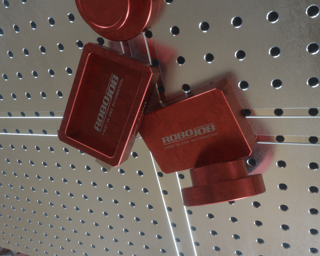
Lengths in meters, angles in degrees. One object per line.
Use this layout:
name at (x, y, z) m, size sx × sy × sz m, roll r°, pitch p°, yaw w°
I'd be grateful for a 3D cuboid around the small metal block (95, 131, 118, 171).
small metal block at (-0.062, 0.026, 0.444) m, size 0.025 × 0.050 × 0.050 m, roll 35°, pitch 129°, yaw 5°

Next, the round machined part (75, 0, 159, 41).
round machined part at (-0.054, -0.144, 0.340) m, size 0.098 × 0.042 × 0.097 m, roll 13°, pitch 124°, yaw 21°

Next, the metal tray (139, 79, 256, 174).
metal tray at (0.041, 0.003, 0.389) m, size 0.130 × 0.030 × 0.090 m, roll -18°, pitch 109°, yaw 35°

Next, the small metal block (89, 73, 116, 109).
small metal block at (-0.080, -0.051, 0.422) m, size 0.050 × 0.025 × 0.050 m, roll 28°, pitch 128°, yaw 10°

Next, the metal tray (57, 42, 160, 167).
metal tray at (-0.065, -0.028, 0.383) m, size 0.090 × 0.030 × 0.129 m, roll 25°, pitch 106°, yaw 11°

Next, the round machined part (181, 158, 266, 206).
round machined part at (0.073, 0.064, 0.375) m, size 0.098 × 0.099 × 0.042 m, roll -18°, pitch 77°, yaw 35°
